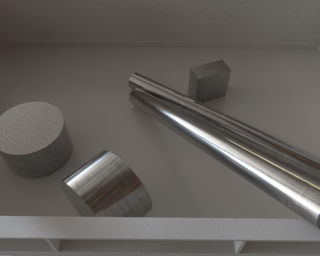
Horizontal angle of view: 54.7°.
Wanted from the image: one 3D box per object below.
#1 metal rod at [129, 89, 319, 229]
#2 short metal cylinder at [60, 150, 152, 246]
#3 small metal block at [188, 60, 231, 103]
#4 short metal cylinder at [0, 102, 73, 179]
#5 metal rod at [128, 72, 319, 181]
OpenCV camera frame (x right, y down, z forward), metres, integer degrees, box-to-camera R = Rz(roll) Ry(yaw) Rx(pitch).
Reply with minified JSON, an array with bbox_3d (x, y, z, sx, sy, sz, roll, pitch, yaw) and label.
[{"bbox_3d":[0.039,0.005,0.323,0.025,0.025,0.300,-25,30,-20],"label":"metal rod"},{"bbox_3d":[-0.054,0.069,0.311,0.080,0.080,0.050,37,59,26],"label":"short metal cylinder"},{"bbox_3d":[0.070,-0.065,0.445,0.050,0.050,0.025,-17,52,-14],"label":"small metal block"},{"bbox_3d":[-0.152,0.014,0.375,0.081,0.050,0.080,0,50,0],"label":"short metal cylinder"},{"bbox_3d":[0.085,-0.006,0.411,0.300,0.025,0.025,28,55,21],"label":"metal rod"}]
